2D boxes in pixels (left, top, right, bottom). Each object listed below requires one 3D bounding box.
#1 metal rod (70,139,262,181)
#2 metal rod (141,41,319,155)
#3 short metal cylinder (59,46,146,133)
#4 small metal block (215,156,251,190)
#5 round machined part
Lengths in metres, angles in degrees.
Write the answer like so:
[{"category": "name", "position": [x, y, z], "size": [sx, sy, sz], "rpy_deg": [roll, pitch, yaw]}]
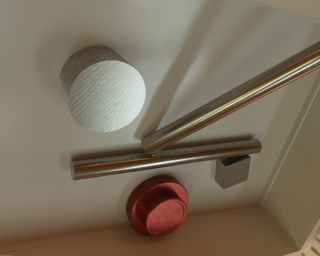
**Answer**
[{"category": "metal rod", "position": [0.026, 0.041, 0.450], "size": [0.303, 0.025, 0.025], "rpy_deg": [-5, 121, -27]}, {"category": "metal rod", "position": [0.102, -0.041, 0.357], "size": [0.300, 0.025, 0.025], "rpy_deg": [-29, 134, 25]}, {"category": "short metal cylinder", "position": [-0.062, -0.042, 0.334], "size": [0.081, 0.050, 0.079], "rpy_deg": [-14, 125, -21]}, {"category": "small metal block", "position": [0.122, 0.069, 0.521], "size": [0.050, 0.025, 0.050], "rpy_deg": [-16, 125, -20]}, {"category": "round machined part", "position": [0.002, 0.125, 0.472], "size": [0.099, 0.042, 0.097], "rpy_deg": [-12, 118, -23]}]
